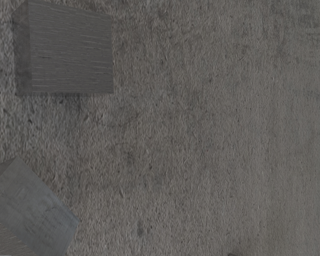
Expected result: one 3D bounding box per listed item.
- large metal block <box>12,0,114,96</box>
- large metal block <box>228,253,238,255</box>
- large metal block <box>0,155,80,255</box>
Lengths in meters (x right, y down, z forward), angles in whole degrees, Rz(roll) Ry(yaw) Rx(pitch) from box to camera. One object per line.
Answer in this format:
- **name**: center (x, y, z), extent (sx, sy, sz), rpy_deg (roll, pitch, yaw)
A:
- **large metal block**: center (-0.095, -0.073, 0.308), extent (0.081, 0.050, 0.079), rpy_deg (-4, 93, -40)
- **large metal block**: center (0.126, 0.265, 0.494), extent (0.080, 0.050, 0.080), rpy_deg (-43, 116, -31)
- **large metal block**: center (-0.129, 0.079, 0.252), extent (0.080, 0.080, 0.050), rpy_deg (57, 23, -25)
